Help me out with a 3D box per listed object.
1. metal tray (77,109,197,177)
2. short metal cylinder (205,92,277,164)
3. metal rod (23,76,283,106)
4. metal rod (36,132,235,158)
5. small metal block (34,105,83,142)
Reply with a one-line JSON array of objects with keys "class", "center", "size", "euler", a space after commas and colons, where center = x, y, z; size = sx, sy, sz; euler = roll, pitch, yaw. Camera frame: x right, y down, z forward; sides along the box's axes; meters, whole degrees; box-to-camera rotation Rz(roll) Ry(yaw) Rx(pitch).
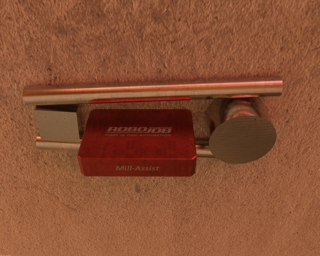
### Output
[{"class": "metal tray", "center": [-0.025, 0.016, 0.377], "size": [0.131, 0.090, 0.030], "euler": [0, 130, 0]}, {"class": "short metal cylinder", "center": [0.099, 0.000, 0.393], "size": [0.081, 0.050, 0.079], "euler": [0, 130, 0]}, {"class": "metal rod", "center": [-0.009, -0.044, 0.371], "size": [0.302, 0.025, 0.025], "euler": [-2, 130, 1]}, {"class": "metal rod", "center": [-0.014, 0.025, 0.430], "size": [0.302, 0.025, 0.025], "euler": [3, 130, -3]}, {"class": "small metal block", "center": [-0.129, -0.009, 0.400], "size": [0.050, 0.025, 0.050], "euler": [3, 130, -3]}]
